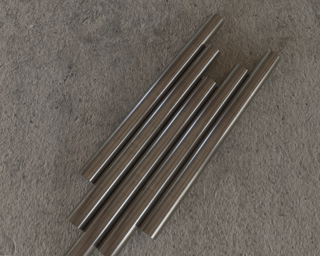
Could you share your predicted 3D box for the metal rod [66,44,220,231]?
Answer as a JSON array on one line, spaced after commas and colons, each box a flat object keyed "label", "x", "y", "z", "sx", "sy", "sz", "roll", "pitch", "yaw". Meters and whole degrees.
[{"label": "metal rod", "x": -0.012, "y": 0.001, "z": 0.409, "sx": 0.025, "sy": 0.025, "sz": 0.300, "roll": 35, "pitch": 73, "yaw": 11}]

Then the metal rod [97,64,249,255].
[{"label": "metal rod", "x": 0.026, "y": 0.032, "z": 0.398, "sx": 0.025, "sy": 0.025, "sz": 0.300, "roll": 35, "pitch": 73, "yaw": 11}]

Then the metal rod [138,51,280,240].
[{"label": "metal rod", "x": 0.073, "y": 0.011, "z": 0.406, "sx": 0.025, "sy": 0.025, "sz": 0.300, "roll": 35, "pitch": 73, "yaw": 11}]

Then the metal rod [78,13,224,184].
[{"label": "metal rod", "x": -0.003, "y": -0.051, "z": 0.428, "sx": 0.025, "sy": 0.025, "sz": 0.300, "roll": 35, "pitch": 73, "yaw": 11}]

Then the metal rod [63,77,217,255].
[{"label": "metal rod", "x": -0.019, "y": 0.050, "z": 0.391, "sx": 0.025, "sy": 0.025, "sz": 0.300, "roll": 35, "pitch": 73, "yaw": 11}]
